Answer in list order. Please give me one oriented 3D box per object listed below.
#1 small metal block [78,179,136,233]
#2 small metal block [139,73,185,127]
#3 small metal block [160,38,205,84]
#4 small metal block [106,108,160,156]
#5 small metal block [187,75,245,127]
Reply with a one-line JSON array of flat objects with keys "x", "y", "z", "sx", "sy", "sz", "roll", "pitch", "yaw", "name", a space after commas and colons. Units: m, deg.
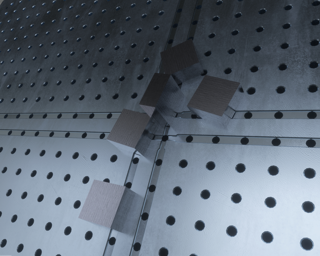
[{"x": -0.065, "y": 0.095, "z": 0.382, "sx": 0.050, "sy": 0.025, "sz": 0.050, "roll": 6, "pitch": 64, "yaw": 30, "name": "small metal block"}, {"x": 0.004, "y": -0.037, "z": 0.412, "sx": 0.025, "sy": 0.050, "sz": 0.050, "roll": 12, "pitch": 68, "yaw": 33, "name": "small metal block"}, {"x": 0.032, "y": -0.095, "z": 0.449, "sx": 0.050, "sy": 0.025, "sz": 0.050, "roll": -21, "pitch": 54, "yaw": 15, "name": "small metal block"}, {"x": -0.036, "y": 0.005, "z": 0.423, "sx": 0.050, "sy": 0.025, "sz": 0.050, "roll": 15, "pitch": 69, "yaw": 33, "name": "small metal block"}, {"x": 0.071, "y": -0.035, "z": 0.392, "sx": 0.050, "sy": 0.025, "sz": 0.050, "roll": 21, "pitch": 73, "yaw": 35, "name": "small metal block"}]
